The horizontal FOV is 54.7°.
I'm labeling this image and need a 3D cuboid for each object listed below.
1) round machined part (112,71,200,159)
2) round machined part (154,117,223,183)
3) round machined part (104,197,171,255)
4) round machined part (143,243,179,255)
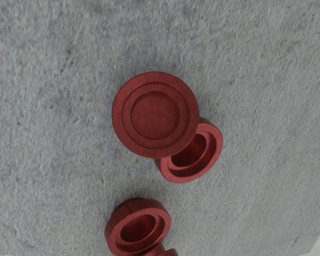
[{"bbox_3d":[-0.006,-0.015,0.365,0.099,0.042,0.097,0,91,-7],"label":"round machined part"},{"bbox_3d":[0.035,0.026,0.432,0.099,0.042,0.097,-15,127,-21],"label":"round machined part"},{"bbox_3d":[-0.036,0.144,0.467,0.099,0.042,0.097,-14,124,-21],"label":"round machined part"},{"bbox_3d":[-0.019,0.222,0.509,0.099,0.042,0.098,-25,154,-13],"label":"round machined part"}]
